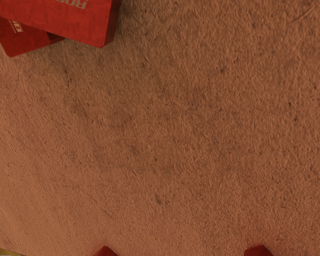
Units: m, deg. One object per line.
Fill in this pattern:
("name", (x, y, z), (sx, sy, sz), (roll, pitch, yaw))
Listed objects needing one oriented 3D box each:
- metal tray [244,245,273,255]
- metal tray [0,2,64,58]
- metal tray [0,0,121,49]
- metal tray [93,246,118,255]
("metal tray", (0.163, 0.241, 0.428), (0.130, 0.090, 0.030), (47, 129, -5))
("metal tray", (-0.190, -0.165, 0.402), (0.090, 0.030, 0.129), (-6, 116, 31))
("metal tray", (-0.111, -0.152, 0.344), (0.131, 0.030, 0.089), (18, 119, 3))
("metal tray", (-0.091, 0.312, 0.644), (0.130, 0.030, 0.089), (41, 129, 0))
